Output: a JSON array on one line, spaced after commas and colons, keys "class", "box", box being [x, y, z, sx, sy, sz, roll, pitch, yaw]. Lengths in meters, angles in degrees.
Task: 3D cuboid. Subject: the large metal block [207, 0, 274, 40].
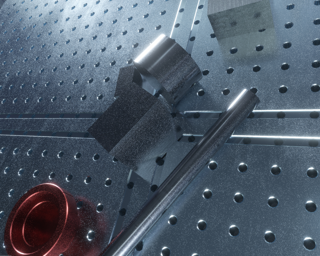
[{"class": "large metal block", "box": [0.115, -0.181, 0.443, 0.080, 0.050, 0.080, -7, 59, 24]}]

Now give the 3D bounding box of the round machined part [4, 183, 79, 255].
[{"class": "round machined part", "box": [-0.145, 0.124, 0.397, 0.098, 0.042, 0.098, -13, 56, 21]}]

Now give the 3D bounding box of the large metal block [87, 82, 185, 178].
[{"class": "large metal block", "box": [-0.027, 0.004, 0.385, 0.080, 0.080, 0.050, -48, 51, -5]}]

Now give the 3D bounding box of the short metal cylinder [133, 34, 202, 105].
[{"class": "short metal cylinder", "box": [0.010, -0.077, 0.415, 0.050, 0.080, 0.080, -45, 51, -3]}]

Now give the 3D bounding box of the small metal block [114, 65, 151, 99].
[{"class": "small metal block", "box": [-0.038, -0.054, 0.445, 0.025, 0.050, 0.050, -8, 58, 24]}]

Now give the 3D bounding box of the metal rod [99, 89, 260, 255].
[{"class": "metal rod", "box": [0.011, 0.073, 0.357, 0.300, 0.025, 0.025, -48, 51, -6]}]
